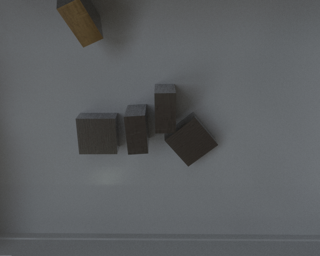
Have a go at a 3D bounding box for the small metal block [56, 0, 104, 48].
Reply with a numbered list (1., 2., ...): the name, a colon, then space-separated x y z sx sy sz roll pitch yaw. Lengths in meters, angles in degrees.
1. small metal block: -0.087 -0.126 0.341 0.025 0.050 0.050 -23 138 8

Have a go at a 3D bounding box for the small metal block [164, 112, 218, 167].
1. small metal block: 0.041 0.015 0.418 0.050 0.025 0.050 -38 106 12

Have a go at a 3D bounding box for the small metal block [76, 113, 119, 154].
1. small metal block: -0.082 0.007 0.413 0.050 0.025 0.050 0 110 -1

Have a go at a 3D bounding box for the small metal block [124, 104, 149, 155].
1. small metal block: -0.029 0.001 0.398 0.025 0.050 0.050 -4 110 1

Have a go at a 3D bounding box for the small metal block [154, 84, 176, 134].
1. small metal block: 0.006 -0.025 0.389 0.025 0.050 0.050 -1 110 0
